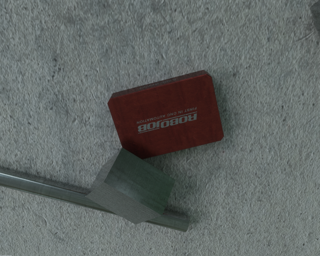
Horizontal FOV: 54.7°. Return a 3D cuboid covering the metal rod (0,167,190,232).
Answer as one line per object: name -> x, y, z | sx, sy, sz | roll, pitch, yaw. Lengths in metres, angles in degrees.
metal rod -> -0.104, 0.102, 0.445 | 0.302, 0.025, 0.025 | 16, 109, -7

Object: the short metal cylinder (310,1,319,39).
short metal cylinder -> 0.214, -0.124, 0.338 | 0.080, 0.080, 0.050 | -26, 108, 9

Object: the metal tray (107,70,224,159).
metal tray -> 0.009, -0.015, 0.402 | 0.131, 0.030, 0.089 | -14, 110, 4

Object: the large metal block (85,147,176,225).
large metal block -> -0.040, 0.079, 0.404 | 0.080, 0.050, 0.080 | 33, 145, -12
